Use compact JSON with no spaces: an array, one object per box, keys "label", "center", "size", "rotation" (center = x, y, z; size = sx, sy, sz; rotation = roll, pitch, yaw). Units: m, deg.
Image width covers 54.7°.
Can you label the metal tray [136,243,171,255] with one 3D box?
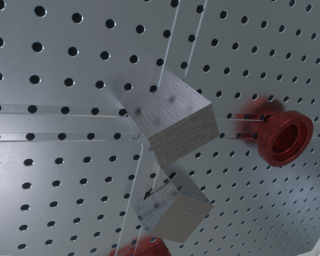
[{"label":"metal tray","center":[-0.037,0.270,0.554],"size":[0.131,0.030,0.089],"rotation":[-23,127,-15]}]

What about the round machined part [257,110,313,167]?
[{"label":"round machined part","center":[0.203,0.014,0.519],"size":[0.099,0.042,0.097],"rotation":[-14,124,-21]}]

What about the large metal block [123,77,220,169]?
[{"label":"large metal block","center":[0.012,-0.009,0.377],"size":[0.080,0.080,0.050],"rotation":[-29,128,-10]}]

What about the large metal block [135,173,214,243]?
[{"label":"large metal block","center":[0.023,0.127,0.486],"size":[0.080,0.050,0.080],"rotation":[29,102,-38]}]
